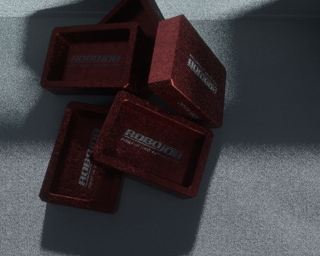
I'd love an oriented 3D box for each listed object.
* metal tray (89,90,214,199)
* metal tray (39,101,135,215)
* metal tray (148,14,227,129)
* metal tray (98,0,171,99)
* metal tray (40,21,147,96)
[{"bbox_3d":[-0.008,0.022,0.375,0.131,0.030,0.090,24,68,-11],"label":"metal tray"},{"bbox_3d":[-0.086,0.036,0.392,0.091,0.030,0.130,10,70,3],"label":"metal tray"},{"bbox_3d":[0.040,-0.062,0.380,0.030,0.130,0.090,-5,66,34],"label":"metal tray"},{"bbox_3d":[-0.028,-0.113,0.422,0.090,0.030,0.130,-34,70,26],"label":"metal tray"},{"bbox_3d":[-0.089,-0.091,0.412,0.130,0.030,0.090,3,76,19],"label":"metal tray"}]
